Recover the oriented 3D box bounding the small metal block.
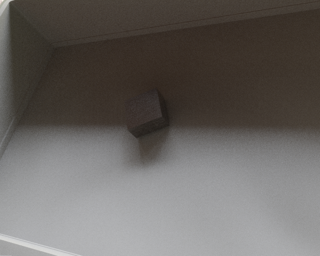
[{"bbox_3d":[-0.018,-0.020,0.422,0.050,0.025,0.050,-21,54,15],"label":"small metal block"}]
